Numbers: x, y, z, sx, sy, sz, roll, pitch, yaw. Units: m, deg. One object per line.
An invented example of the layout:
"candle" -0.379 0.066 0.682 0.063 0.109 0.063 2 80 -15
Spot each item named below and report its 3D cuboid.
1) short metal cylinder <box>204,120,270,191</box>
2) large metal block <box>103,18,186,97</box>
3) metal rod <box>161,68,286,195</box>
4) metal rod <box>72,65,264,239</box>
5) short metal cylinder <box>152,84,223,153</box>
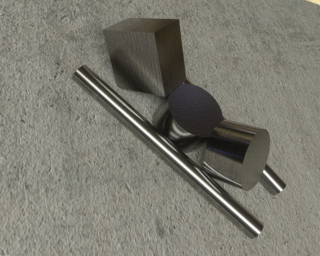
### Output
"short metal cylinder" 0.099 0.034 0.395 0.050 0.079 0.081 17 39 37
"large metal block" -0.018 -0.093 0.397 0.080 0.080 0.050 15 41 34
"metal rod" 0.071 -0.023 0.457 0.300 0.025 0.025 48 51 6
"metal rod" 0.010 0.030 0.391 0.300 0.025 0.025 42 51 0
"short metal cylinder" 0.036 -0.012 0.416 0.081 0.050 0.080 14 56 -21
